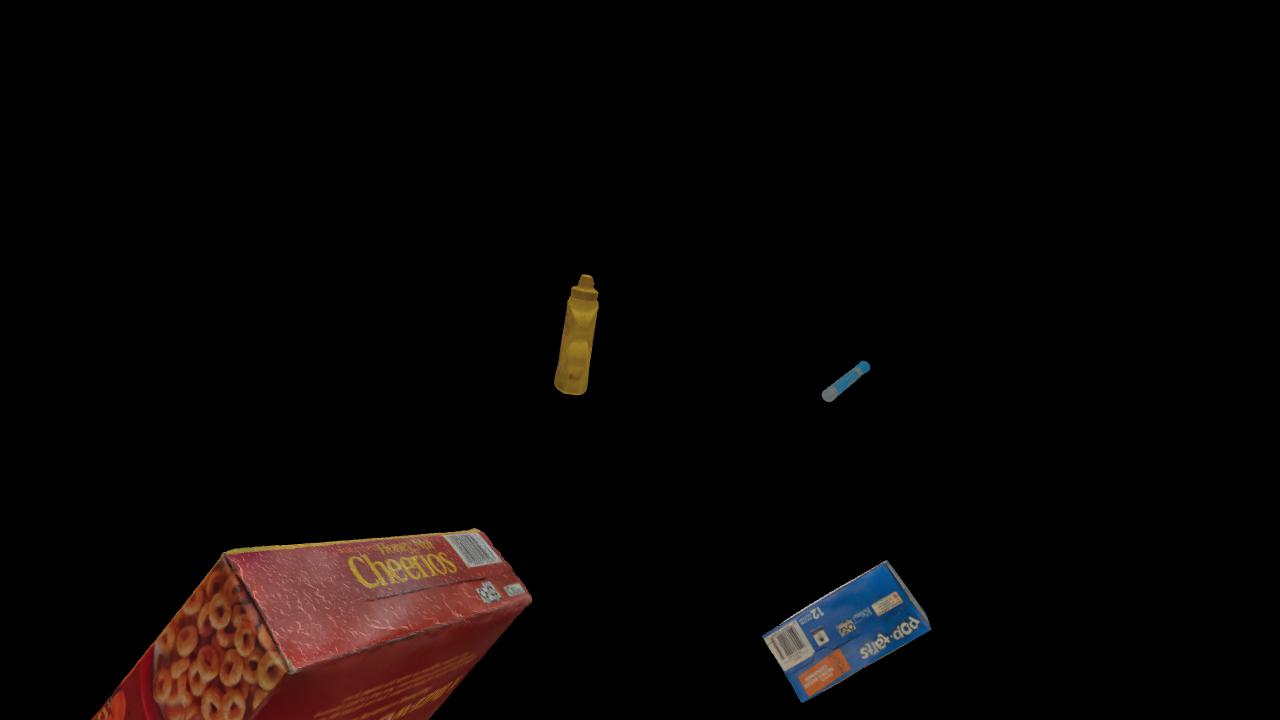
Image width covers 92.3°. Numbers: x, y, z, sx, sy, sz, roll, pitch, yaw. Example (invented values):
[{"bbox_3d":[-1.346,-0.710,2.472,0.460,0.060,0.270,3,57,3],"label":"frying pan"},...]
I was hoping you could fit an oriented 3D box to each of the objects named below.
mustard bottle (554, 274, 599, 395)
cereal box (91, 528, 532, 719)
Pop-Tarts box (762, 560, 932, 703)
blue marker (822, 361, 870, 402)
[{"bbox_3d":[-0.097,-0.043,0.966,0.054,0.184,0.092,9,13,-5],"label":"mustard bottle"},{"bbox_3d":[-0.227,0.240,0.364,0.081,0.306,0.203,43,6,23],"label":"cereal box"},{"bbox_3d":[0.251,0.321,0.742,0.167,0.083,0.141,-35,-25,10],"label":"Pop-Tarts box"},{"bbox_3d":[0.306,0.029,0.905,0.121,0.020,0.020,-28,19,-39],"label":"blue marker"}]
